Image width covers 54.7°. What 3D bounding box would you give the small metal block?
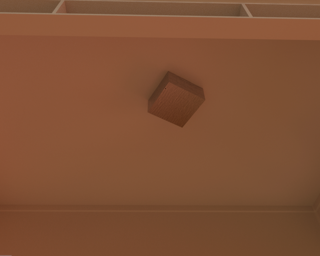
[{"bbox_3d":[0.019,-0.034,0.380,0.050,0.025,0.050,24,126,-19],"label":"small metal block"}]
